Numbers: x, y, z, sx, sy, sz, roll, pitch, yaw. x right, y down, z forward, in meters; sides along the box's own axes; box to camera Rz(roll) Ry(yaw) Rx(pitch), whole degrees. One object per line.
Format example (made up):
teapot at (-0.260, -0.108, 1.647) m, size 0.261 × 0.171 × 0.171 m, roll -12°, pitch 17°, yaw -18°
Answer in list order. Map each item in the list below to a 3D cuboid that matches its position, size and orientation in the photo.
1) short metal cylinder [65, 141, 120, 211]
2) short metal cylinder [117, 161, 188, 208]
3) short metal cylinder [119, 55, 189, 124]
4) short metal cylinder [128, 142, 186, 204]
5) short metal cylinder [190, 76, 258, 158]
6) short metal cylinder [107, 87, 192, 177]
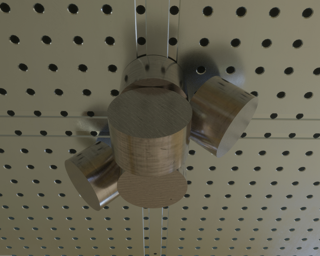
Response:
short metal cylinder at (-0.085, 0.065, 0.422) m, size 0.050 × 0.080 × 0.079 m, roll -33°, pitch 139°, yaw -31°
short metal cylinder at (-0.009, 0.052, 0.373) m, size 0.081 × 0.050 × 0.079 m, roll 0°, pitch 130°, yaw 0°
short metal cylinder at (-0.008, -0.037, 0.363) m, size 0.081 × 0.050 × 0.079 m, roll 0°, pitch 131°, yaw 0°
short metal cylinder at (-0.005, 0.066, 0.451) m, size 0.081 × 0.050 × 0.079 m, roll -1°, pitch 131°, yaw 0°
short metal cylinder at (0.068, -0.013, 0.356) m, size 0.050 × 0.081 × 0.079 m, roll 35°, pitch 134°, yaw 24°
short metal cylinder at (-0.010, 0.002, 0.310) m, size 0.081 × 0.080 × 0.050 m, roll 0°, pitch 130°, yaw -1°
